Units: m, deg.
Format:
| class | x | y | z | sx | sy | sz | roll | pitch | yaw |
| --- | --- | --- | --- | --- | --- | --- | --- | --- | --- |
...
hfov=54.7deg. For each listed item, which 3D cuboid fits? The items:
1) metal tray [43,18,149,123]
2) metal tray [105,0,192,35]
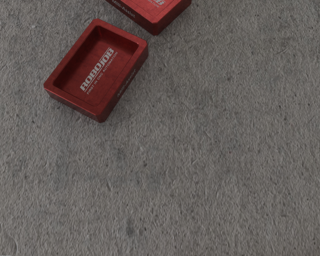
| class | x | y | z | sx | sy | sz | roll | pitch | yaw |
| --- | --- | --- | --- | --- | --- | --- | --- | --- | --- |
| metal tray | -0.086 | -0.083 | 0.434 | 0.090 | 0.030 | 0.130 | 27 | 72 | 9 |
| metal tray | -0.026 | -0.214 | 0.483 | 0.130 | 0.030 | 0.090 | 39 | 74 | 13 |
